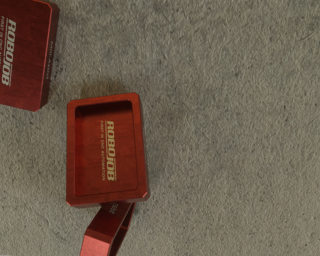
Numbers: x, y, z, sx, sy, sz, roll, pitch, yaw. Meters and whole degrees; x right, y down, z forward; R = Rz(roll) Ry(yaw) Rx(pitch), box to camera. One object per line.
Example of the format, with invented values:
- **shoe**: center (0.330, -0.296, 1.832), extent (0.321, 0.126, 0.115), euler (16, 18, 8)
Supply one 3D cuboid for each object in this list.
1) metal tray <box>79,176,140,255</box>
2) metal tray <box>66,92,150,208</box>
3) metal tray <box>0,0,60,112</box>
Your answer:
- **metal tray**: center (-0.063, 0.131, 0.398), extent (0.030, 0.130, 0.089), euler (18, 111, 5)
- **metal tray**: center (-0.063, 0.025, 0.374), extent (0.091, 0.030, 0.130), euler (-7, 69, 2)
- **metal tray**: center (-0.178, -0.092, 0.371), extent (0.091, 0.030, 0.129), euler (13, 110, -5)
